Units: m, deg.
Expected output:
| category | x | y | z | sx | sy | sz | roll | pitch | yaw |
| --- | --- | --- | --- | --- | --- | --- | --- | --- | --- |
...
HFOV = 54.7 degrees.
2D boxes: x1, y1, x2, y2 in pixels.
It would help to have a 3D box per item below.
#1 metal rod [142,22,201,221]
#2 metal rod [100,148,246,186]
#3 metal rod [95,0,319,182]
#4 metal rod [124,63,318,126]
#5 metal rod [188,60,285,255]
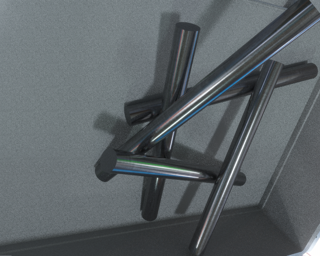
| category | x | y | z | sx | sy | sz | roll | pitch | yaw |
| --- | --- | --- | --- | --- | --- | --- | --- | --- | --- |
| metal rod | 0.006 | 0.017 | 0.395 | 0.025 | 0.025 | 0.298 | -9 | 131 | -24 |
| metal rod | 0.043 | 0.061 | 0.427 | 0.302 | 0.025 | 0.025 | 16 | 110 | -49 |
| metal rod | 0.026 | -0.020 | 0.332 | 0.025 | 0.025 | 0.299 | 25 | 129 | -37 |
| metal rod | 0.098 | -0.051 | 0.429 | 0.302 | 0.025 | 0.025 | -15 | 125 | -20 |
| metal rod | 0.104 | 0.050 | 0.442 | 0.025 | 0.025 | 0.298 | 11 | 104 | -33 |
